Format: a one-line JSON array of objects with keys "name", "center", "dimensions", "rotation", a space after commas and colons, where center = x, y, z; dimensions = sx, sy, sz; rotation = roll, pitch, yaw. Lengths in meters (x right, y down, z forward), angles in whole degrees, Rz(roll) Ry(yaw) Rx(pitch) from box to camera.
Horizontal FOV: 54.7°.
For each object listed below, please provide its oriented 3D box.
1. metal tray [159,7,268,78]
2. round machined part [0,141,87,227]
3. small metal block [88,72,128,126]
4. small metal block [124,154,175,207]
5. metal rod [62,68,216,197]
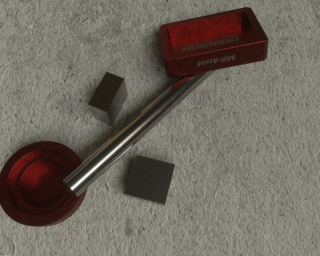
[{"name": "metal tray", "center": [0.068, -0.117, 0.420], "dimensions": [0.131, 0.030, 0.090], "rotation": [-10, 47, 6]}, {"name": "round machined part", "center": [-0.136, 0.068, 0.373], "dimensions": [0.099, 0.042, 0.098], "rotation": [0, 70, -1]}, {"name": "small metal block", "center": [-0.067, -0.037, 0.408], "dimensions": [0.025, 0.050, 0.050], "rotation": [22, 72, 7]}, {"name": "small metal block", "center": [-0.012, 0.065, 0.384], "dimensions": [0.050, 0.025, 0.050], "rotation": [14, 70, 4]}, {"name": "metal rod", "center": [0.003, -0.028, 0.395], "dimensions": [0.025, 0.025, 0.301], "rotation": [41, 66, 13]}]
